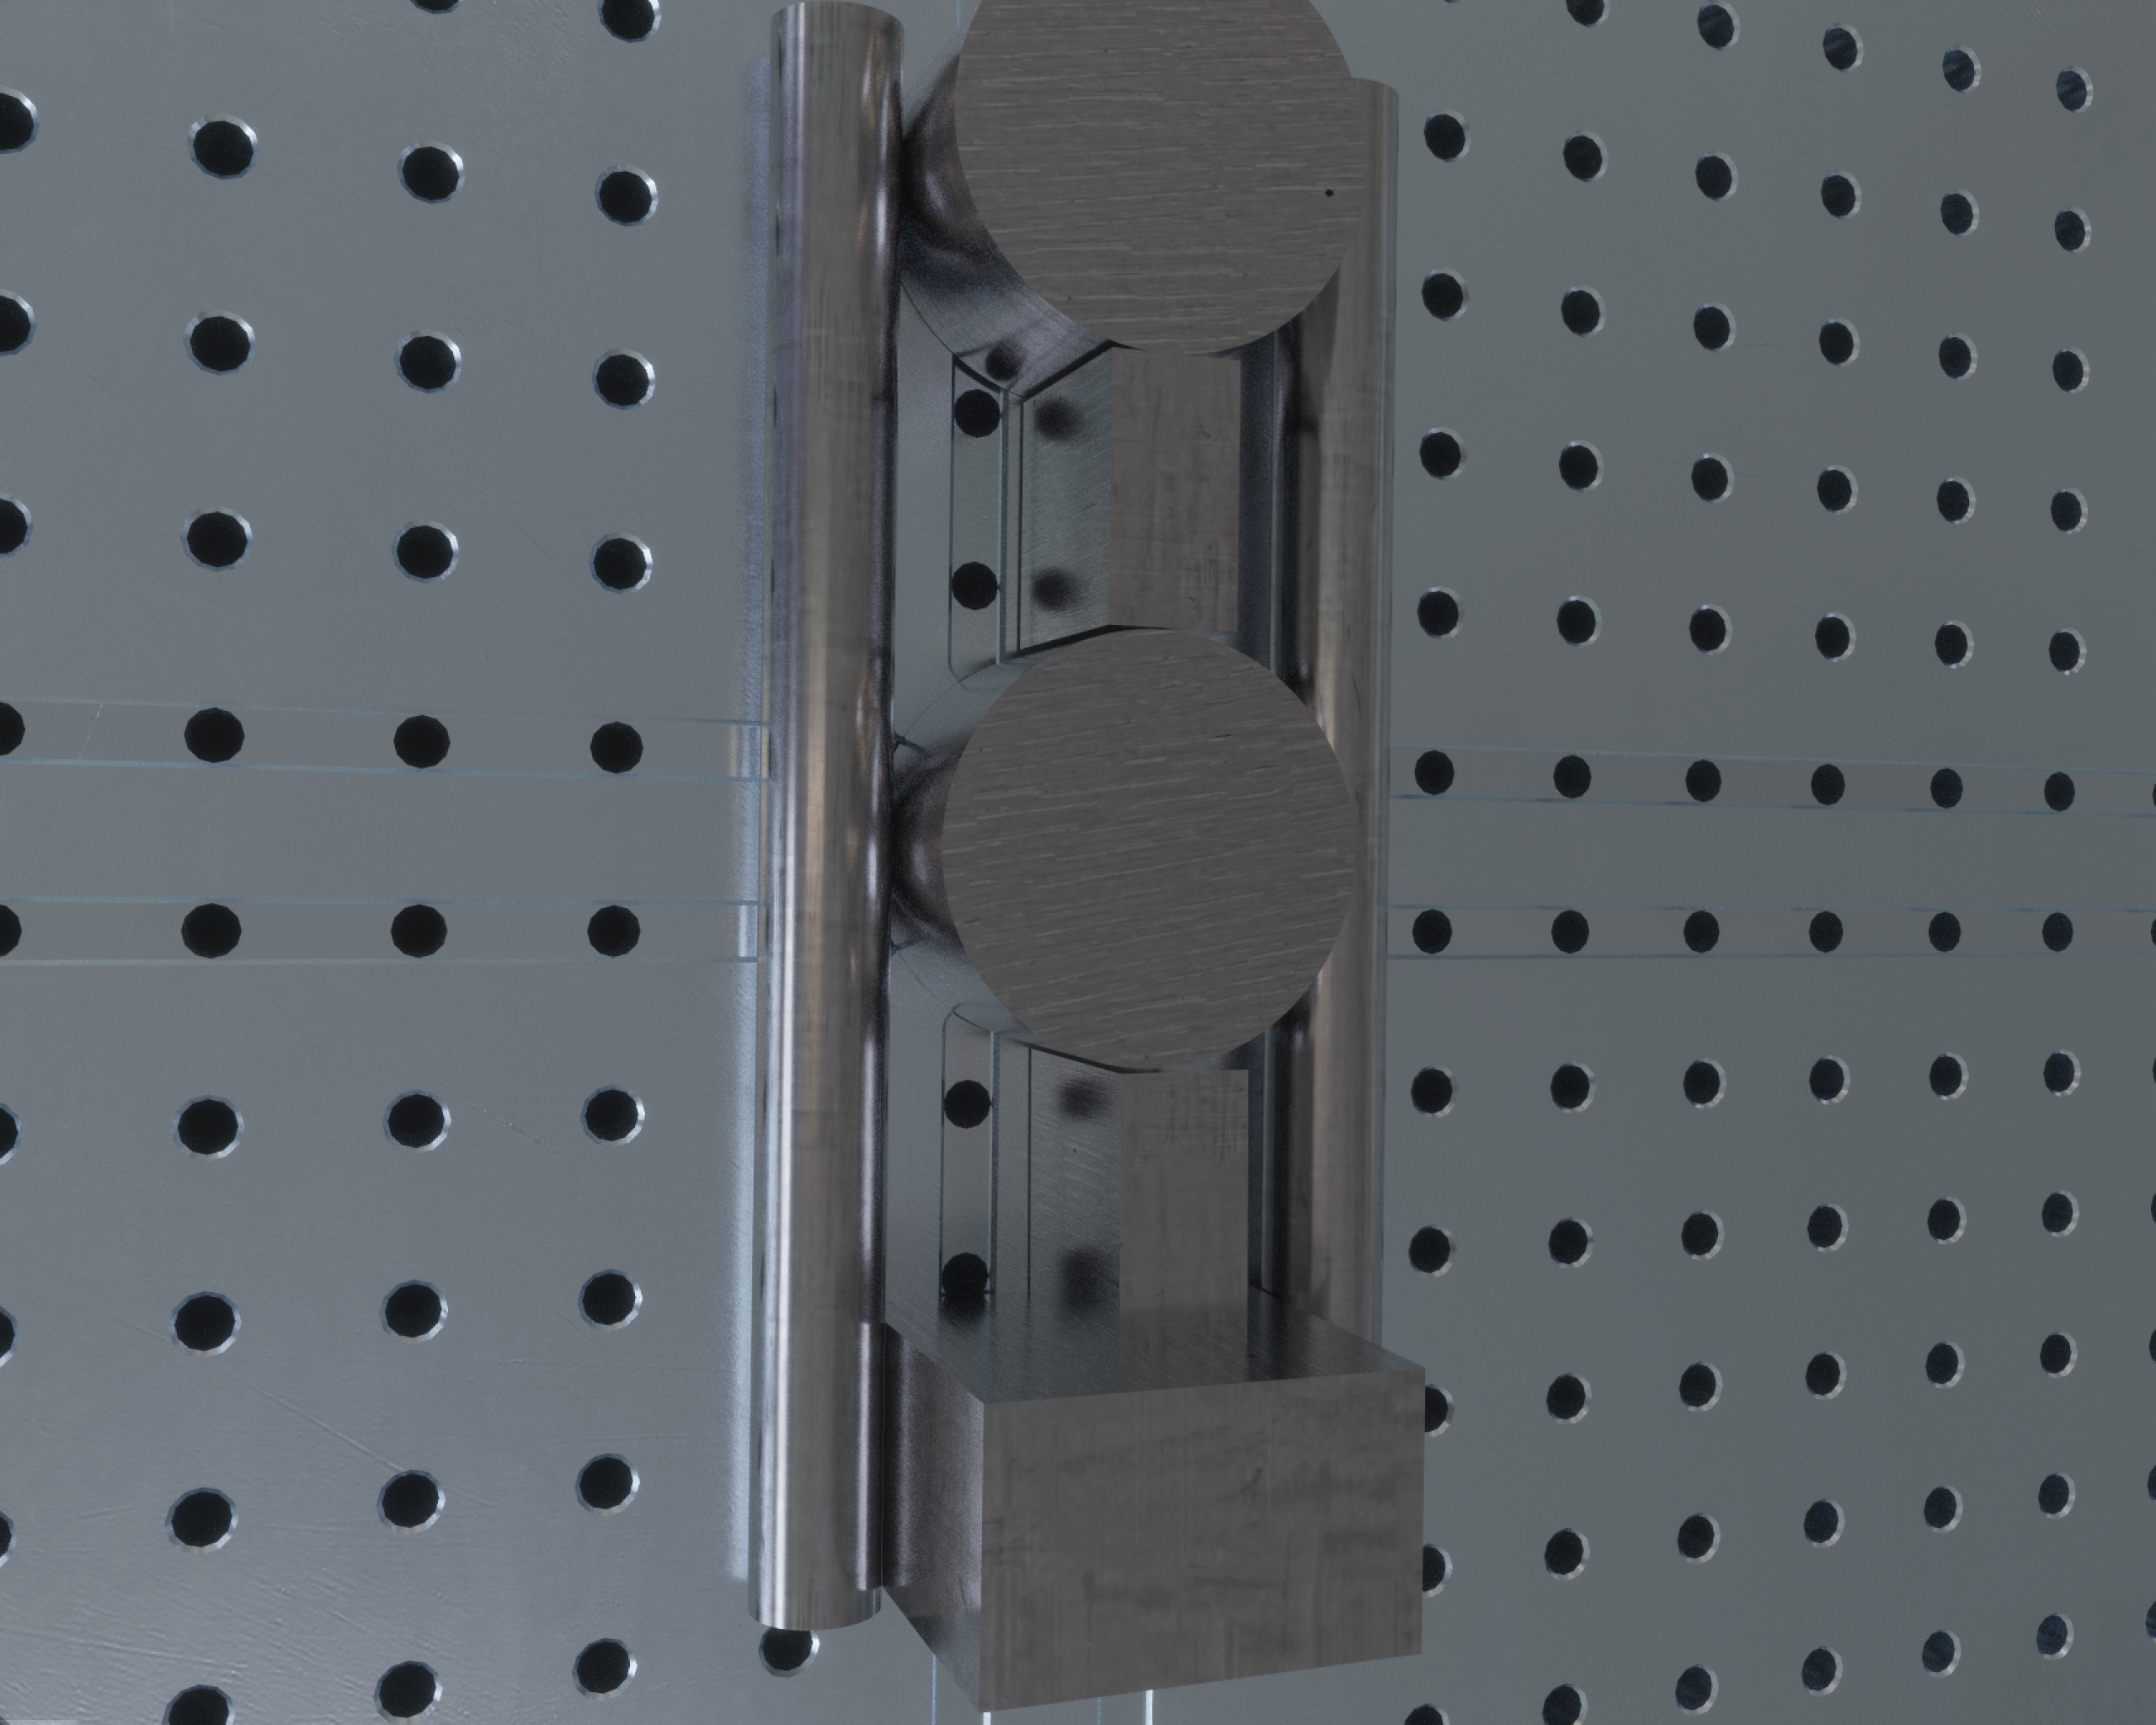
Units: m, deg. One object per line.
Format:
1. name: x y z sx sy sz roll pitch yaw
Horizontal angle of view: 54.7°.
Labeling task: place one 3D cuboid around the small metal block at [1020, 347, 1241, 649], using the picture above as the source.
1. small metal block: 0.009 -0.067 0.401 0.025 0.050 0.050 1 90 -20

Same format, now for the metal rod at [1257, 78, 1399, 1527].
1. metal rod: 0.052 -0.009 0.430 0.025 0.025 0.298 1 90 -20

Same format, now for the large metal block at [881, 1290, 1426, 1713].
1. large metal block: 0.009 0.112 0.387 0.081 0.080 0.050 1 90 -20

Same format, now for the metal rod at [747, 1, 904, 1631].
1. metal rod: -0.048 -0.009 0.394 0.025 0.025 0.298 1 90 -20

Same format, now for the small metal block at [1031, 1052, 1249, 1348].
1. small metal block: 0.011 0.063 0.402 0.025 0.050 0.050 0 90 -20

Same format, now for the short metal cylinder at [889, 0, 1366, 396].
1. short metal cylinder: 0.008 -0.132 0.401 0.081 0.050 0.080 0 90 -20

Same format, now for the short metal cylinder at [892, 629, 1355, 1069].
1. short metal cylinder: 0.006 -0.003 0.401 0.081 0.050 0.080 0 90 -20
